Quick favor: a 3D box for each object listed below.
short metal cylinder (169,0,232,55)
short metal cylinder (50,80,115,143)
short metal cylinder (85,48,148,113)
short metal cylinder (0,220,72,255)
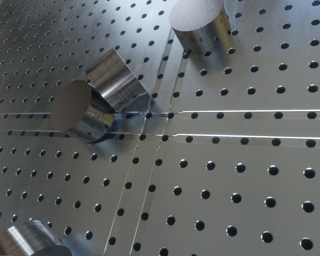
[{"bbox_3d":[0.060,-0.155,0.455,0.080,0.050,0.080,-13,56,20],"label":"short metal cylinder"},{"bbox_3d":[-0.114,-0.024,0.457,0.080,0.050,0.080,-15,61,28],"label":"short metal cylinder"},{"bbox_3d":[-0.062,-0.068,0.445,0.050,0.080,0.080,-37,51,3],"label":"short metal cylinder"},{"bbox_3d":[-0.150,0.155,0.355,0.050,0.080,0.080,28,77,37],"label":"short metal cylinder"}]
